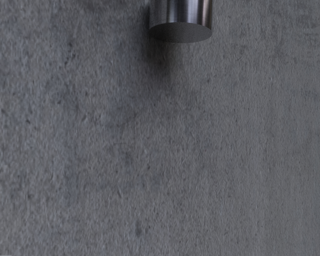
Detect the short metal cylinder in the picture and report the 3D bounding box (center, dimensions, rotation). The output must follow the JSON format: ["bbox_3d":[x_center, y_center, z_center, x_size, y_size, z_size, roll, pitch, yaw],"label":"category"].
[{"bbox_3d":[0.027,-0.144,0.393,0.081,0.080,0.050,3,88,-40],"label":"short metal cylinder"}]
